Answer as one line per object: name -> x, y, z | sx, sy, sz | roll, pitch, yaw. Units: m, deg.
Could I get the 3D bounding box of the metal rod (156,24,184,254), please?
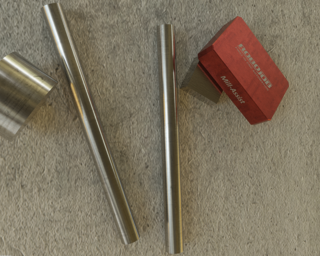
metal rod -> 0.014, 0.015, 0.414 | 0.025, 0.025, 0.298 | -3, 91, -20

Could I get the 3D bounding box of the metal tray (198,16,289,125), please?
metal tray -> 0.121, -0.080, 0.436 | 0.130, 0.030, 0.090 | 48, 56, -14

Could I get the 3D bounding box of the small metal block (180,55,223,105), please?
small metal block -> 0.063, -0.066, 0.432 | 0.050, 0.025, 0.050 | 28, 81, -18

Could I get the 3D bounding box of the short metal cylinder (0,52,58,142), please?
short metal cylinder -> -0.152, -0.032, 0.323 | 0.050, 0.080, 0.080 | 38, 78, -16

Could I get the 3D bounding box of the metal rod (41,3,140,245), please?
metal rod -> -0.082, 0.000, 0.378 | 0.025, 0.025, 0.298 | -20, 97, -19
